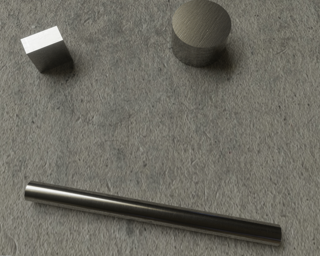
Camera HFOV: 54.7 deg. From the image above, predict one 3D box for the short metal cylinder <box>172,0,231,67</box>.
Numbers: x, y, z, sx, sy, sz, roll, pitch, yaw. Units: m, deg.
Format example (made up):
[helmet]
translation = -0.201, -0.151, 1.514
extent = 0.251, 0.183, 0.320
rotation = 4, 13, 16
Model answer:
[short metal cylinder]
translation = 0.057, -0.135, 0.445
extent = 0.081, 0.050, 0.080
rotation = 0, 70, 0

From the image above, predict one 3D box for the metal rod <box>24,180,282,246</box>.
[metal rod]
translation = -0.011, 0.101, 0.371
extent = 0.302, 0.025, 0.025
rotation = 9, 70, 3

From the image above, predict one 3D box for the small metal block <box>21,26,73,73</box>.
[small metal block]
translation = -0.157, -0.109, 0.433
extent = 0.050, 0.050, 0.025
rotation = -25, 72, -9
